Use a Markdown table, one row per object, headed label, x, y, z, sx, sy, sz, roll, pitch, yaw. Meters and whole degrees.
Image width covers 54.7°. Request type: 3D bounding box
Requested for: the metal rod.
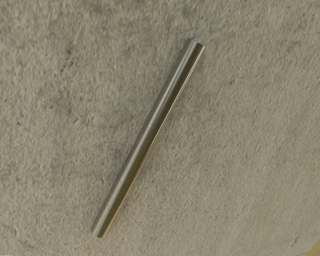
| label | x | y | z | sx | sy | sz | roll | pitch | yaw |
| --- | --- | --- | --- | --- | --- | --- | --- | --- | --- |
| metal rod | -0.023 | 0.025 | 0.410 | 0.025 | 0.025 | 0.298 | 16 | 110 | -35 |
